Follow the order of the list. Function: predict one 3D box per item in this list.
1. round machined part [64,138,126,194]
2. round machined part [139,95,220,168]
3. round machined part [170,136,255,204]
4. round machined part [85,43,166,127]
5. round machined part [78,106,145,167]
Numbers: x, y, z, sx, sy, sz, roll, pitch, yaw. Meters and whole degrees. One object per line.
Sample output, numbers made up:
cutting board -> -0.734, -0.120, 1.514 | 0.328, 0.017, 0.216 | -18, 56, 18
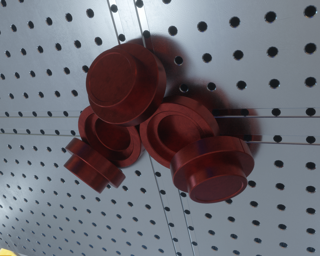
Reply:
round machined part -> -0.102, 0.061, 0.460 | 0.098, 0.042, 0.098 | 34, 163, 12
round machined part -> 0.027, 0.004, 0.387 | 0.098, 0.042, 0.097 | 13, 124, 20
round machined part -> 0.064, 0.055, 0.365 | 0.099, 0.042, 0.097 | -7, 142, -5
round machined part -> -0.046, -0.052, 0.357 | 0.098, 0.042, 0.098 | -5, 78, 26
round machined part -> -0.061, 0.003, 0.431 | 0.098, 0.042, 0.097 | 13, 124, 20
